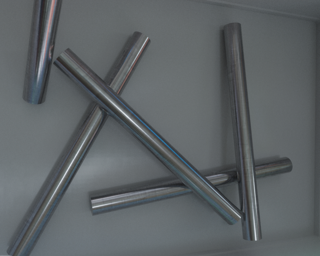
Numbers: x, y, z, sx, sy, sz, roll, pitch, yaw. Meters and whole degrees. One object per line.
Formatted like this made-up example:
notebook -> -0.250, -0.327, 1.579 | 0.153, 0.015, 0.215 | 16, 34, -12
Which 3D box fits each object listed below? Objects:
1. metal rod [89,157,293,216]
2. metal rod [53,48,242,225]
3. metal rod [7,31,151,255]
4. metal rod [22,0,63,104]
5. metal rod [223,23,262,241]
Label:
metal rod -> 0.057, 0.076, 0.431 | 0.302, 0.025, 0.025 | -8, 93, -20
metal rod -> -0.004, 0.021, 0.381 | 0.300, 0.025, 0.025 | 44, 76, -15
metal rod -> -0.092, 0.013, 0.376 | 0.025, 0.025, 0.299 | 31, 80, -18
metal rod -> -0.095, -0.148, 0.277 | 0.025, 0.025, 0.298 | 10, 126, -20
metal rod -> 0.115, 0.001, 0.433 | 0.025, 0.025, 0.298 | -2, 84, -20
